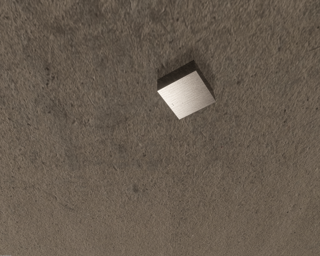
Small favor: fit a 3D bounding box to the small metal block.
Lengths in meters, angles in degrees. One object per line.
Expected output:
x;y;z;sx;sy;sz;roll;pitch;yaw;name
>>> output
0.032;-0.045;0.370;0.050;0.025;0.050;-26;126;20;small metal block
